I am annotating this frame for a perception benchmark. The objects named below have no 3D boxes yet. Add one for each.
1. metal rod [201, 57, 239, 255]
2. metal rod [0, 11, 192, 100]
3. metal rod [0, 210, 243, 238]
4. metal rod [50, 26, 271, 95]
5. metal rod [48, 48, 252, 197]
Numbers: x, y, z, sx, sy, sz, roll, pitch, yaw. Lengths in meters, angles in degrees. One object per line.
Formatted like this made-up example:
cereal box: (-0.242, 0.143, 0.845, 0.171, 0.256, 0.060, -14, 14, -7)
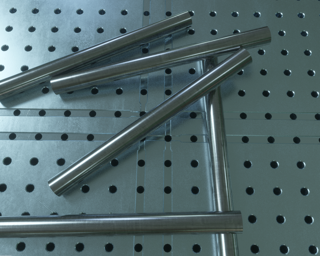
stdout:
metal rod: (0.075, 0.021, 0.404, 0.025, 0.025, 0.299, -1, 70, -1)
metal rod: (-0.093, -0.107, 0.449, 0.302, 0.025, 0.025, -23, 72, -9)
metal rod: (-0.060, 0.111, 0.356, 0.302, 0.025, 0.025, -2, 70, 4)
metal rod: (0.000, -0.092, 0.426, 0.302, 0.025, 0.025, -13, 71, 2)
metal rod: (-0.008, -0.011, 0.398, 0.301, 0.025, 0.025, -35, 74, -6)
